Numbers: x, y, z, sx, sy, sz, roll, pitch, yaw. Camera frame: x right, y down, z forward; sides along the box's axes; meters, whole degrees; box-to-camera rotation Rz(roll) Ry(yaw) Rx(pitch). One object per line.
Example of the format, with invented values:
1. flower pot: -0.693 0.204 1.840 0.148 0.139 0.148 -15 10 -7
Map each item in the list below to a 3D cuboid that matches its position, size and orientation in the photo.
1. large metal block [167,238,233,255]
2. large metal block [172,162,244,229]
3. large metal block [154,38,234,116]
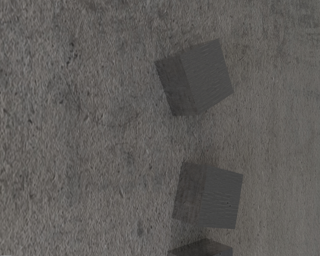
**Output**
1. large metal block: 0.057 0.211 0.436 0.081 0.050 0.079 0 90 -40
2. large metal block: 0.070 0.098 0.447 0.080 0.050 0.080 19 78 -39
3. large metal block: 0.049 -0.070 0.429 0.081 0.050 0.080 -32 110 -35
